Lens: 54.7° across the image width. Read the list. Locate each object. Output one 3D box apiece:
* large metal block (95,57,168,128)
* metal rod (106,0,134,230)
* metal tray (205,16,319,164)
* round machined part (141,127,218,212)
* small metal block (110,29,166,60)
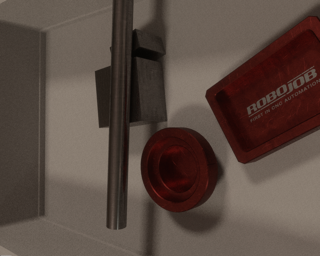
[{"bbox_3d":[-0.040,-0.044,0.422,0.080,0.050,0.080,-8,85,39],"label":"large metal block"},{"bbox_3d":[-0.049,-0.027,0.379,0.025,0.025,0.298,4,94,39],"label":"metal rod"},{"bbox_3d":[0.118,-0.032,0.305,0.130,0.030,0.090,-36,68,34],"label":"metal tray"},{"bbox_3d":[0.027,0.048,0.372,0.098,0.042,0.097,0,90,39],"label":"round machined part"},{"bbox_3d":[-0.029,-0.103,0.413,0.050,0.050,0.025,-23,75,37],"label":"small metal block"}]
